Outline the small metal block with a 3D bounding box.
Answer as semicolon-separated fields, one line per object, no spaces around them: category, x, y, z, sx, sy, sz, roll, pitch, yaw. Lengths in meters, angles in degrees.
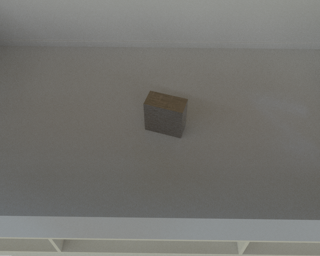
small metal block;0.007;-0.017;0.403;0.050;0.050;0.025;14;52;11
